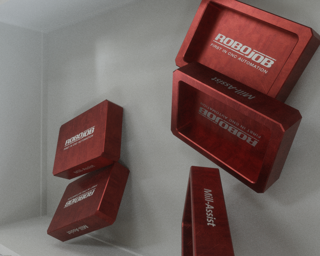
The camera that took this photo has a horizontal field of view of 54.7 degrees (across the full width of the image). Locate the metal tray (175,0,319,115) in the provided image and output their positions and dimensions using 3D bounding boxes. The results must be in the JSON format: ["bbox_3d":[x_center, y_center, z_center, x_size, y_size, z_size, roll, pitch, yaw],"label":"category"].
[{"bbox_3d":[0.086,-0.082,0.332,0.130,0.030,0.089,38,113,33],"label":"metal tray"}]

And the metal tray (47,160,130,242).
[{"bbox_3d":[-0.107,0.109,0.459,0.130,0.030,0.090,-29,32,36],"label":"metal tray"}]

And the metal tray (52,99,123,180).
[{"bbox_3d":[-0.112,0.021,0.477,0.130,0.030,0.090,-23,55,37],"label":"metal tray"}]

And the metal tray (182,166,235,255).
[{"bbox_3d":[0.041,0.109,0.298,0.030,0.130,0.089,6,118,1],"label":"metal tray"}]

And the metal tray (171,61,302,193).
[{"bbox_3d":[0.068,-0.004,0.321,0.130,0.030,0.089,35,141,34],"label":"metal tray"}]
